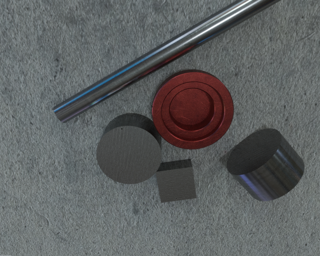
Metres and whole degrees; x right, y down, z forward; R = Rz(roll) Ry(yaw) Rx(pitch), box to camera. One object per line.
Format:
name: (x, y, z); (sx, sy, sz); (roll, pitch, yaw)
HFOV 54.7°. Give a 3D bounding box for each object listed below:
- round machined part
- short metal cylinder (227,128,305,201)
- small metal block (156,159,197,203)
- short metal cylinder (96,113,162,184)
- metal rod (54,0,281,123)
round machined part: (0.039, -0.026, 0.392); (0.099, 0.042, 0.097); (0, 110, 0)
short metal cylinder: (0.134, 0.046, 0.399); (0.080, 0.080, 0.050); (-40, 106, 13)
small metal block: (0.022, 0.074, 0.437); (0.050, 0.025, 0.050); (-8, 110, 3)
short metal cylinder: (-0.038, 0.026, 0.406); (0.081, 0.050, 0.079); (0, 110, 0)
metal rod: (0.001, -0.087, 0.377); (0.301, 0.025, 0.025); (-28, 108, 9)
